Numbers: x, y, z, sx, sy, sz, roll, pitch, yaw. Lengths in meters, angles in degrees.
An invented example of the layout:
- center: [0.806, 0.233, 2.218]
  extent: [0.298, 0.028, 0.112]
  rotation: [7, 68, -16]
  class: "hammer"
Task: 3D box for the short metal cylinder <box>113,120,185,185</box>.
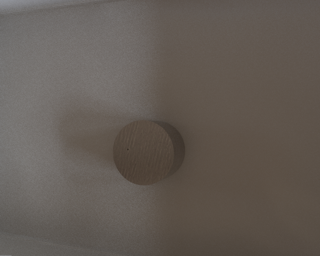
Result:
- center: [-0.013, 0.030, 0.401]
  extent: [0.080, 0.050, 0.079]
  rotation: [0, 90, 19]
  class: "short metal cylinder"
